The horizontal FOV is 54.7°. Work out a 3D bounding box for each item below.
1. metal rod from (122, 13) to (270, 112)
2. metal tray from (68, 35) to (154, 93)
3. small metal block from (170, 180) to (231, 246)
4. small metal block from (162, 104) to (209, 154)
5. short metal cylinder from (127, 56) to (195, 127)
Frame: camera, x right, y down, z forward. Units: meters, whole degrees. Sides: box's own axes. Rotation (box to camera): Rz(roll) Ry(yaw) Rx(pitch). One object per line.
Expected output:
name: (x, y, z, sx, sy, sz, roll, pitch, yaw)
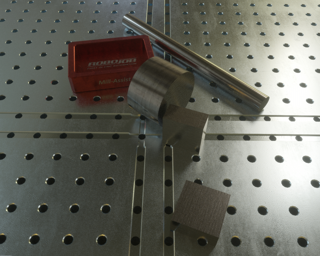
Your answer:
metal rod: (0.043, -0.117, 0.506, 0.025, 0.025, 0.300, -36, 59, -27)
metal tray: (-0.076, -0.104, 0.490, 0.131, 0.030, 0.090, -8, 51, -7)
small metal block: (0.043, 0.090, 0.332, 0.050, 0.025, 0.050, 17, 52, 13)
small metal block: (0.031, 0.002, 0.391, 0.050, 0.050, 0.025, 16, 52, 13)
short metal cylinder: (0.002, -0.048, 0.412, 0.050, 0.080, 0.080, 31, 57, 23)
